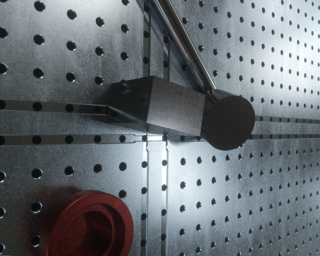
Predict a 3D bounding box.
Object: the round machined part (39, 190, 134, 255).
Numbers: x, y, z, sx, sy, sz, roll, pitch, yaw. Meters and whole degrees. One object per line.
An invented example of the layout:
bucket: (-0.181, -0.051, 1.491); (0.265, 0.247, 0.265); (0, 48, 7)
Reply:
round machined part: (-0.080, 0.115, 0.333); (0.099, 0.042, 0.097); (0, 90, -40)

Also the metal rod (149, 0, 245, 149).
metal rod: (0.056, -0.085, 0.458); (0.025, 0.025, 0.299); (-49, 119, -29)

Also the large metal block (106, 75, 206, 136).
large metal block: (-0.006, -0.023, 0.371); (0.081, 0.080, 0.050); (14, 81, -40)

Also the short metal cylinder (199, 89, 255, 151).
short metal cylinder: (0.089, -0.013, 0.451); (0.081, 0.050, 0.079); (-6, 109, -18)
